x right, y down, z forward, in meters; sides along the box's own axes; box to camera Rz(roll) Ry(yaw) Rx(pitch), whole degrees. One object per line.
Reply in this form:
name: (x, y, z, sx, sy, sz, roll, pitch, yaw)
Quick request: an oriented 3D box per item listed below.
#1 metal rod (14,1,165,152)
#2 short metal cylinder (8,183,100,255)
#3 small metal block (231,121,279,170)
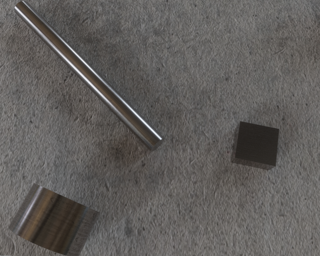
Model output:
metal rod: (-0.106, -0.080, 0.436, 0.025, 0.025, 0.300, -42, 76, -14)
short metal cylinder: (-0.114, 0.101, 0.341, 0.080, 0.080, 0.050, 22, 72, 7)
small metal block: (0.123, 0.023, 0.401, 0.050, 0.025, 0.050, 12, 70, 4)
